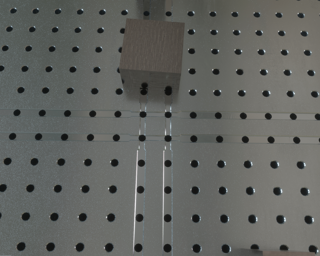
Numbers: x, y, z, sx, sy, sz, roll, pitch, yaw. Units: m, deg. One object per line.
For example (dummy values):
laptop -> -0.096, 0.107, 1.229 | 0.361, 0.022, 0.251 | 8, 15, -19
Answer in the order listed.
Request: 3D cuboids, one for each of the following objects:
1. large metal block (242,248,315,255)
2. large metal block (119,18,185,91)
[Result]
large metal block -> 0.123, 0.170, 0.322 | 0.050, 0.080, 0.080 | 2, 70, 0
large metal block -> -0.009, -0.102, 0.436 | 0.080, 0.050, 0.080 | 5, 70, 1
